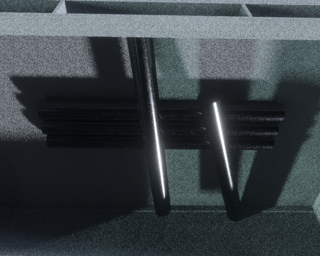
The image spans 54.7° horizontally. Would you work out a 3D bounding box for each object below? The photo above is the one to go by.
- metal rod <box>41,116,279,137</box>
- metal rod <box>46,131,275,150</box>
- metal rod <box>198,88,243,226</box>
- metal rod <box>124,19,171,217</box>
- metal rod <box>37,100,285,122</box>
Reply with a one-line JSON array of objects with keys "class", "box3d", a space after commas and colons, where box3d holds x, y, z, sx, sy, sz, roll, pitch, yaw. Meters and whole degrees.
[{"class": "metal rod", "box3d": [0.001, -0.002, 0.405, 0.302, 0.025, 0.025, 1, 130, -1]}, {"class": "metal rod", "box3d": [0.002, 0.017, 0.422, 0.302, 0.025, 0.025, 1, 130, -1]}, {"class": "metal rod", "box3d": [0.093, 0.063, 0.436, 0.025, 0.025, 0.299, -12, 136, 10]}, {"class": "metal rod", "box3d": [-0.008, 0.015, 0.387, 0.025, 0.025, 0.298, -4, 130, 3]}, {"class": "metal rod", "box3d": [0.003, -0.021, 0.389, 0.302, 0.025, 0.025, 1, 130, -1]}]
